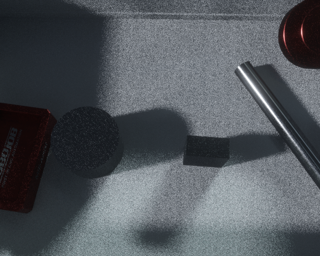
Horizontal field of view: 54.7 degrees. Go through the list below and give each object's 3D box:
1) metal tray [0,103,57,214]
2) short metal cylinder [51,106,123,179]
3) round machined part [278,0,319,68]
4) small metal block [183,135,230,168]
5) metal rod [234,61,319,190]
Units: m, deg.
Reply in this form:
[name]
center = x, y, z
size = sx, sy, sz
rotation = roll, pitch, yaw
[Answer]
[metal tray]
center = -0.194, 0.035, 0.391
size = 0.091, 0.030, 0.130
rotation = 8, 70, 2
[short metal cylinder]
center = -0.088, 0.019, 0.388
size = 0.081, 0.050, 0.080
rotation = 0, 70, 0
[round machined part]
center = 0.222, -0.133, 0.432
size = 0.099, 0.042, 0.097
rotation = 0, 97, -1
[small metal block]
center = 0.056, 0.030, 0.386
size = 0.050, 0.050, 0.025
rotation = 4, 70, 1
[metal rod]
center = 0.190, 0.036, 0.398
size = 0.025, 0.025, 0.299
rotation = -28, 73, -10
